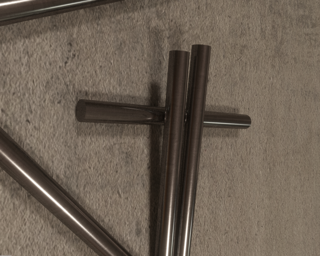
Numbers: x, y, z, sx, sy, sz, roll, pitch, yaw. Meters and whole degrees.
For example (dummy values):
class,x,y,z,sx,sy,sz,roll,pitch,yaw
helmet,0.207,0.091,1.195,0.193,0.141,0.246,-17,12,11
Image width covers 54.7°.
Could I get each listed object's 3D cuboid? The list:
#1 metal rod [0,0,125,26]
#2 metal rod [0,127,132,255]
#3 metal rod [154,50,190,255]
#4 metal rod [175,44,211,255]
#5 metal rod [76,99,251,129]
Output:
class,x,y,z,sx,sy,sz,roll,pitch,yaw
metal rod,-0.077,-0.147,0.341,0.302,0.025,0.025,-30,109,-36
metal rod,-0.097,0.086,0.324,0.025,0.025,0.299,-51,120,-28
metal rod,0.013,0.055,0.394,0.025,0.025,0.298,-1,98,-40
metal rod,0.041,0.042,0.416,0.025,0.025,0.298,0,98,-40
metal rod,0.030,-0.015,0.431,0.302,0.025,0.025,2,89,-40
